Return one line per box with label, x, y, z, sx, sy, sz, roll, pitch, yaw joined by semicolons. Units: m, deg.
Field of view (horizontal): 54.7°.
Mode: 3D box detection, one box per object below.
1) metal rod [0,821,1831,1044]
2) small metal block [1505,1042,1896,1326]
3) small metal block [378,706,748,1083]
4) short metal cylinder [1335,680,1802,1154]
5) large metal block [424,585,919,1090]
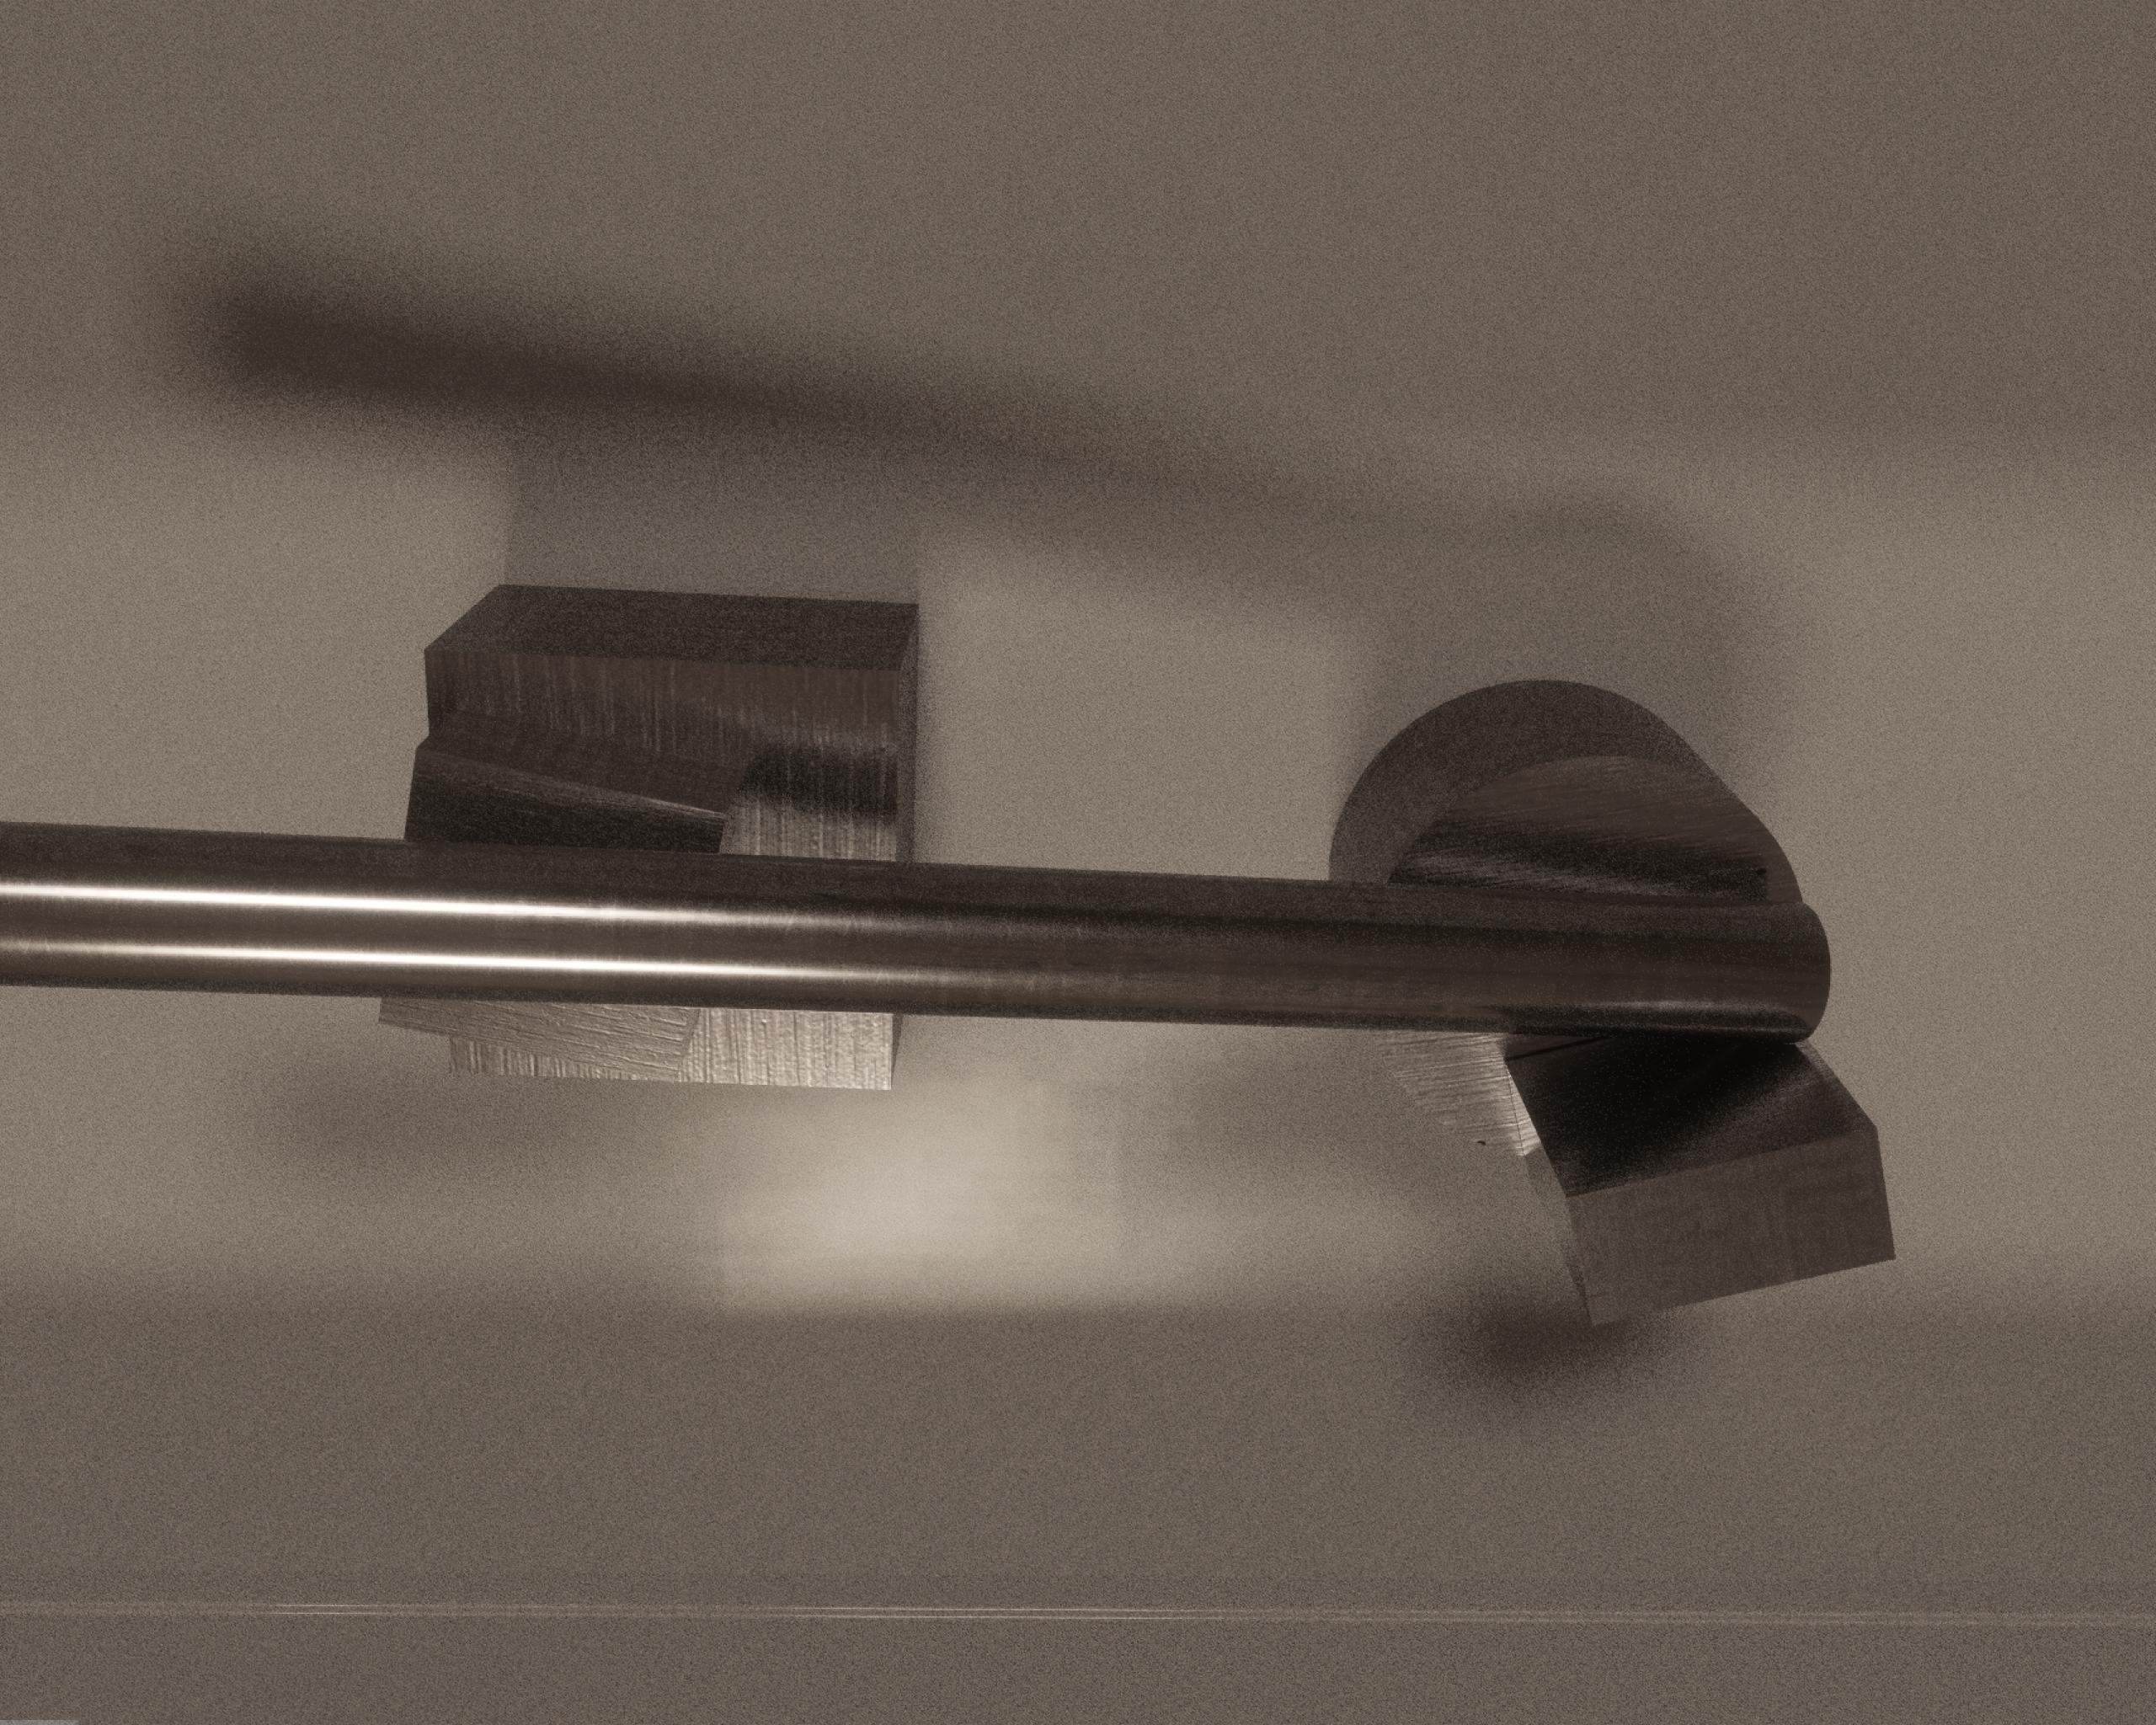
metal rod;-0.024;0.012;0.339;0.302;0.025;0.025;3;110;-10
small metal block;0.106;0.051;0.362;0.050;0.050;0.025;-14;110;4
small metal block;-0.088;0.005;0.357;0.050;0.025;0.050;12;109;-5
short metal cylinder;0.092;0.010;0.401;0.081;0.050;0.079;0;110;-1
large metal block;-0.073;-0.006;0.392;0.081;0.050;0.079;2;110;-2
